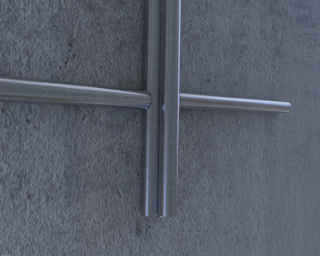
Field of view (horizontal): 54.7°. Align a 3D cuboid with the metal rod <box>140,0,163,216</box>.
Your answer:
[{"bbox_3d":[-0.010,-0.039,0.401,0.025,0.025,0.298,2,89,-40],"label":"metal rod"}]

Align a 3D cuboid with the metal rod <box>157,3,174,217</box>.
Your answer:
[{"bbox_3d":[0.009,-0.033,0.417,0.025,0.025,0.298,2,89,-40],"label":"metal rod"}]

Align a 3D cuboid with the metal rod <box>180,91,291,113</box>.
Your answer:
[{"bbox_3d":[0.135,-0.040,0.522,0.302,0.025,0.025,-1,91,-40],"label":"metal rod"}]

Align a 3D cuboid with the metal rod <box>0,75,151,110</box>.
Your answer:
[{"bbox_3d":[-0.134,-0.036,0.294,0.302,0.025,0.025,0,90,-40],"label":"metal rod"}]

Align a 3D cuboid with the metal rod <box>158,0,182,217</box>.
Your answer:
[{"bbox_3d":[0.013,-0.040,0.392,0.025,0.025,0.298,2,89,-40],"label":"metal rod"}]
